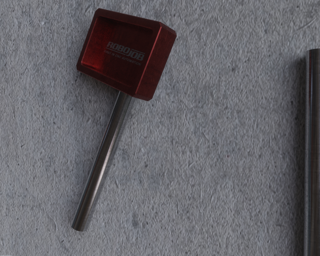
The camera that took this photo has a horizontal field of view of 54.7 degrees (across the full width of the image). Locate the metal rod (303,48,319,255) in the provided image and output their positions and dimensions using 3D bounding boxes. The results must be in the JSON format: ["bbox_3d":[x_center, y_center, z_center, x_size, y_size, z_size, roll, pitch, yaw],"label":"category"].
[{"bbox_3d":[0.175,0.063,0.347,0.025,0.025,0.298,1,90,20],"label":"metal rod"}]

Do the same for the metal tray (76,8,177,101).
[{"bbox_3d":[-0.049,-0.098,0.399,0.130,0.030,0.089,28,100,38],"label":"metal tray"}]

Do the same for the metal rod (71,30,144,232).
[{"bbox_3d":[-0.064,0.005,0.431,0.025,0.025,0.298,23,98,18],"label":"metal rod"}]
